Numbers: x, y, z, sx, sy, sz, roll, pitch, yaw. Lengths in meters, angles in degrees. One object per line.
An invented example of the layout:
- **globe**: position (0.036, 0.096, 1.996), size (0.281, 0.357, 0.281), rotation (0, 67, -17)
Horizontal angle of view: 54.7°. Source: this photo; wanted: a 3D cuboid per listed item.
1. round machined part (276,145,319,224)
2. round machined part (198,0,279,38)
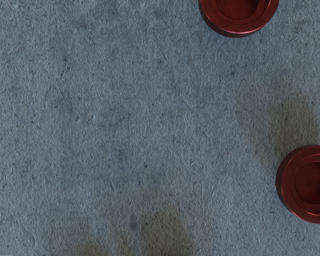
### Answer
- **round machined part**: position (0.199, 0.070, 0.403), size (0.099, 0.042, 0.097), rotation (0, 90, 0)
- **round machined part**: position (0.098, -0.165, 0.402), size (0.099, 0.042, 0.097), rotation (0, 90, 0)
